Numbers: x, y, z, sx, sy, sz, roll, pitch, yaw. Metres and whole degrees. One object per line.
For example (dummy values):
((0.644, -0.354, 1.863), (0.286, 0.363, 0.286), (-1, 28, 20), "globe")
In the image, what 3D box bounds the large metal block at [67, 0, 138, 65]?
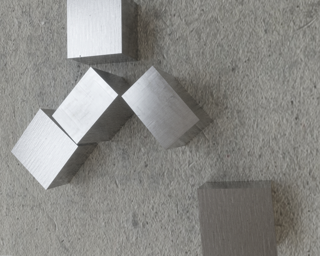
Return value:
((-0.077, -0.133, 0.423), (0.080, 0.050, 0.080), (-1, 90, 20), "large metal block")

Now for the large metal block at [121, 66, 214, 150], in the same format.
((0.013, -0.023, 0.375), (0.050, 0.080, 0.080), (-43, 77, 15), "large metal block")

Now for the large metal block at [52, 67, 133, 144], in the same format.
((-0.077, -0.027, 0.407), (0.050, 0.080, 0.080), (46, 104, 14), "large metal block")

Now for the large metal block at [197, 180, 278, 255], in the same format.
((0.092, 0.106, 0.363), (0.080, 0.050, 0.080), (-5, 88, 20), "large metal block")

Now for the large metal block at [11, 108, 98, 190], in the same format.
((-0.152, 0.029, 0.449), (0.080, 0.050, 0.080), (42, 103, 15), "large metal block")
